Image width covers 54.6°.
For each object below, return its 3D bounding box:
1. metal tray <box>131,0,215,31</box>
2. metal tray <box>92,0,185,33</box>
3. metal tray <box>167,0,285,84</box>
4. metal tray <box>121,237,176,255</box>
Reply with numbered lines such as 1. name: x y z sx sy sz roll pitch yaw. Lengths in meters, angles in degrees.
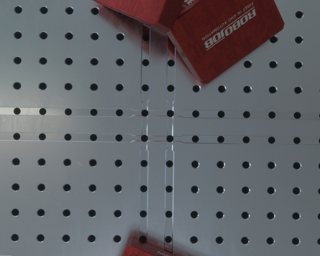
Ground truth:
1. metal tray: 0.013 -0.180 0.410 0.130 0.030 0.090 29 90 0
2. metal tray: -0.025 -0.179 0.369 0.130 0.030 0.090 33 106 30
3. metal tray: 0.082 -0.130 0.395 0.130 0.030 0.090 -36 113 0
4. metal tray: 0.000 0.214 0.410 0.130 0.030 0.090 24 90 0
